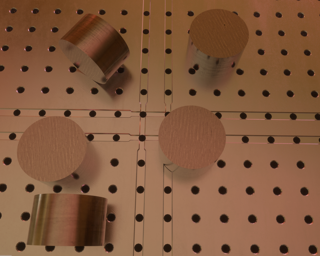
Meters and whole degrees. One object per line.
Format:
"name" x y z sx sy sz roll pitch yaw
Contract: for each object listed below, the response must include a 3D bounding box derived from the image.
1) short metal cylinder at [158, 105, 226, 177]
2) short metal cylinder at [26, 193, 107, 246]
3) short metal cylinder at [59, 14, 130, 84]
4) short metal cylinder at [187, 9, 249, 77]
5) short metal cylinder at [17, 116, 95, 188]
"short metal cylinder" 0.038 0.018 0.392 0.081 0.050 0.080 0 70 0
"short metal cylinder" -0.101 0.103 0.344 0.081 0.080 0.050 1 70 0
"short metal cylinder" -0.088 -0.106 0.420 0.080 0.080 0.050 34 74 11
"short metal cylinder" 0.081 -0.121 0.444 0.081 0.050 0.080 0 70 -1
"short metal cylinder" -0.126 0.031 0.385 0.081 0.050 0.080 0 70 0
